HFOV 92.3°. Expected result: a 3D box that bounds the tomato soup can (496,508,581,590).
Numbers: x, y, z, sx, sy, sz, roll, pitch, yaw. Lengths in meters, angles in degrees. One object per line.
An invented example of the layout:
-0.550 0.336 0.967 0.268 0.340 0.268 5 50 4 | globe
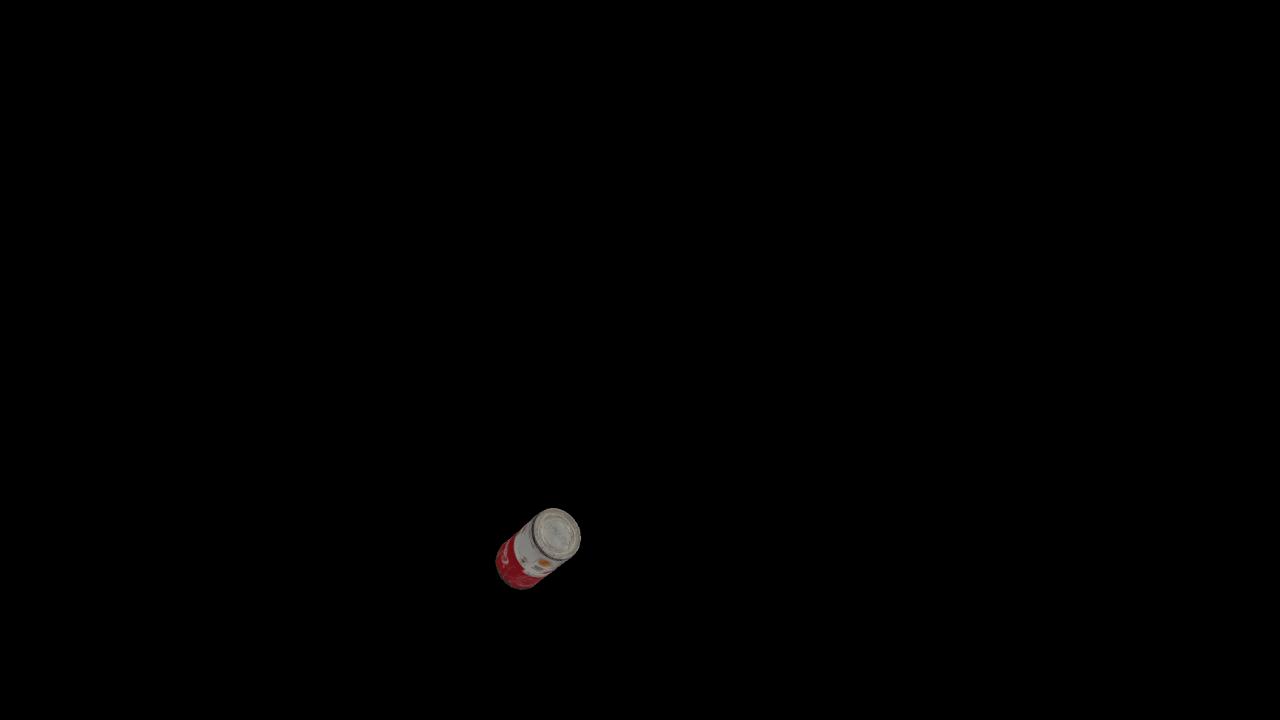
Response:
-0.126 0.234 0.762 0.068 0.068 0.101 0 -34 -44 | tomato soup can
